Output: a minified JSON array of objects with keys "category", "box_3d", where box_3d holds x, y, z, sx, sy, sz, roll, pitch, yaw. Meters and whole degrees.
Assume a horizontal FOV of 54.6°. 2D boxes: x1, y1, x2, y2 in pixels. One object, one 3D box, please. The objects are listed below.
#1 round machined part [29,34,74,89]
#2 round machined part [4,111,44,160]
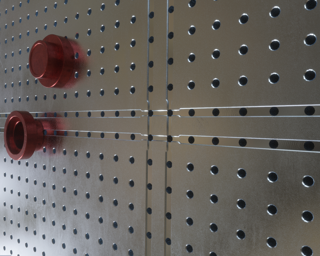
[{"category":"round machined part","box_3d":[-0.205,-0.123,0.569,0.098,0.042,0.097,0,90,40]},{"category":"round machined part","box_3d":[-0.271,0.014,0.625,0.098,0.042,0.097,0,90,40]}]
